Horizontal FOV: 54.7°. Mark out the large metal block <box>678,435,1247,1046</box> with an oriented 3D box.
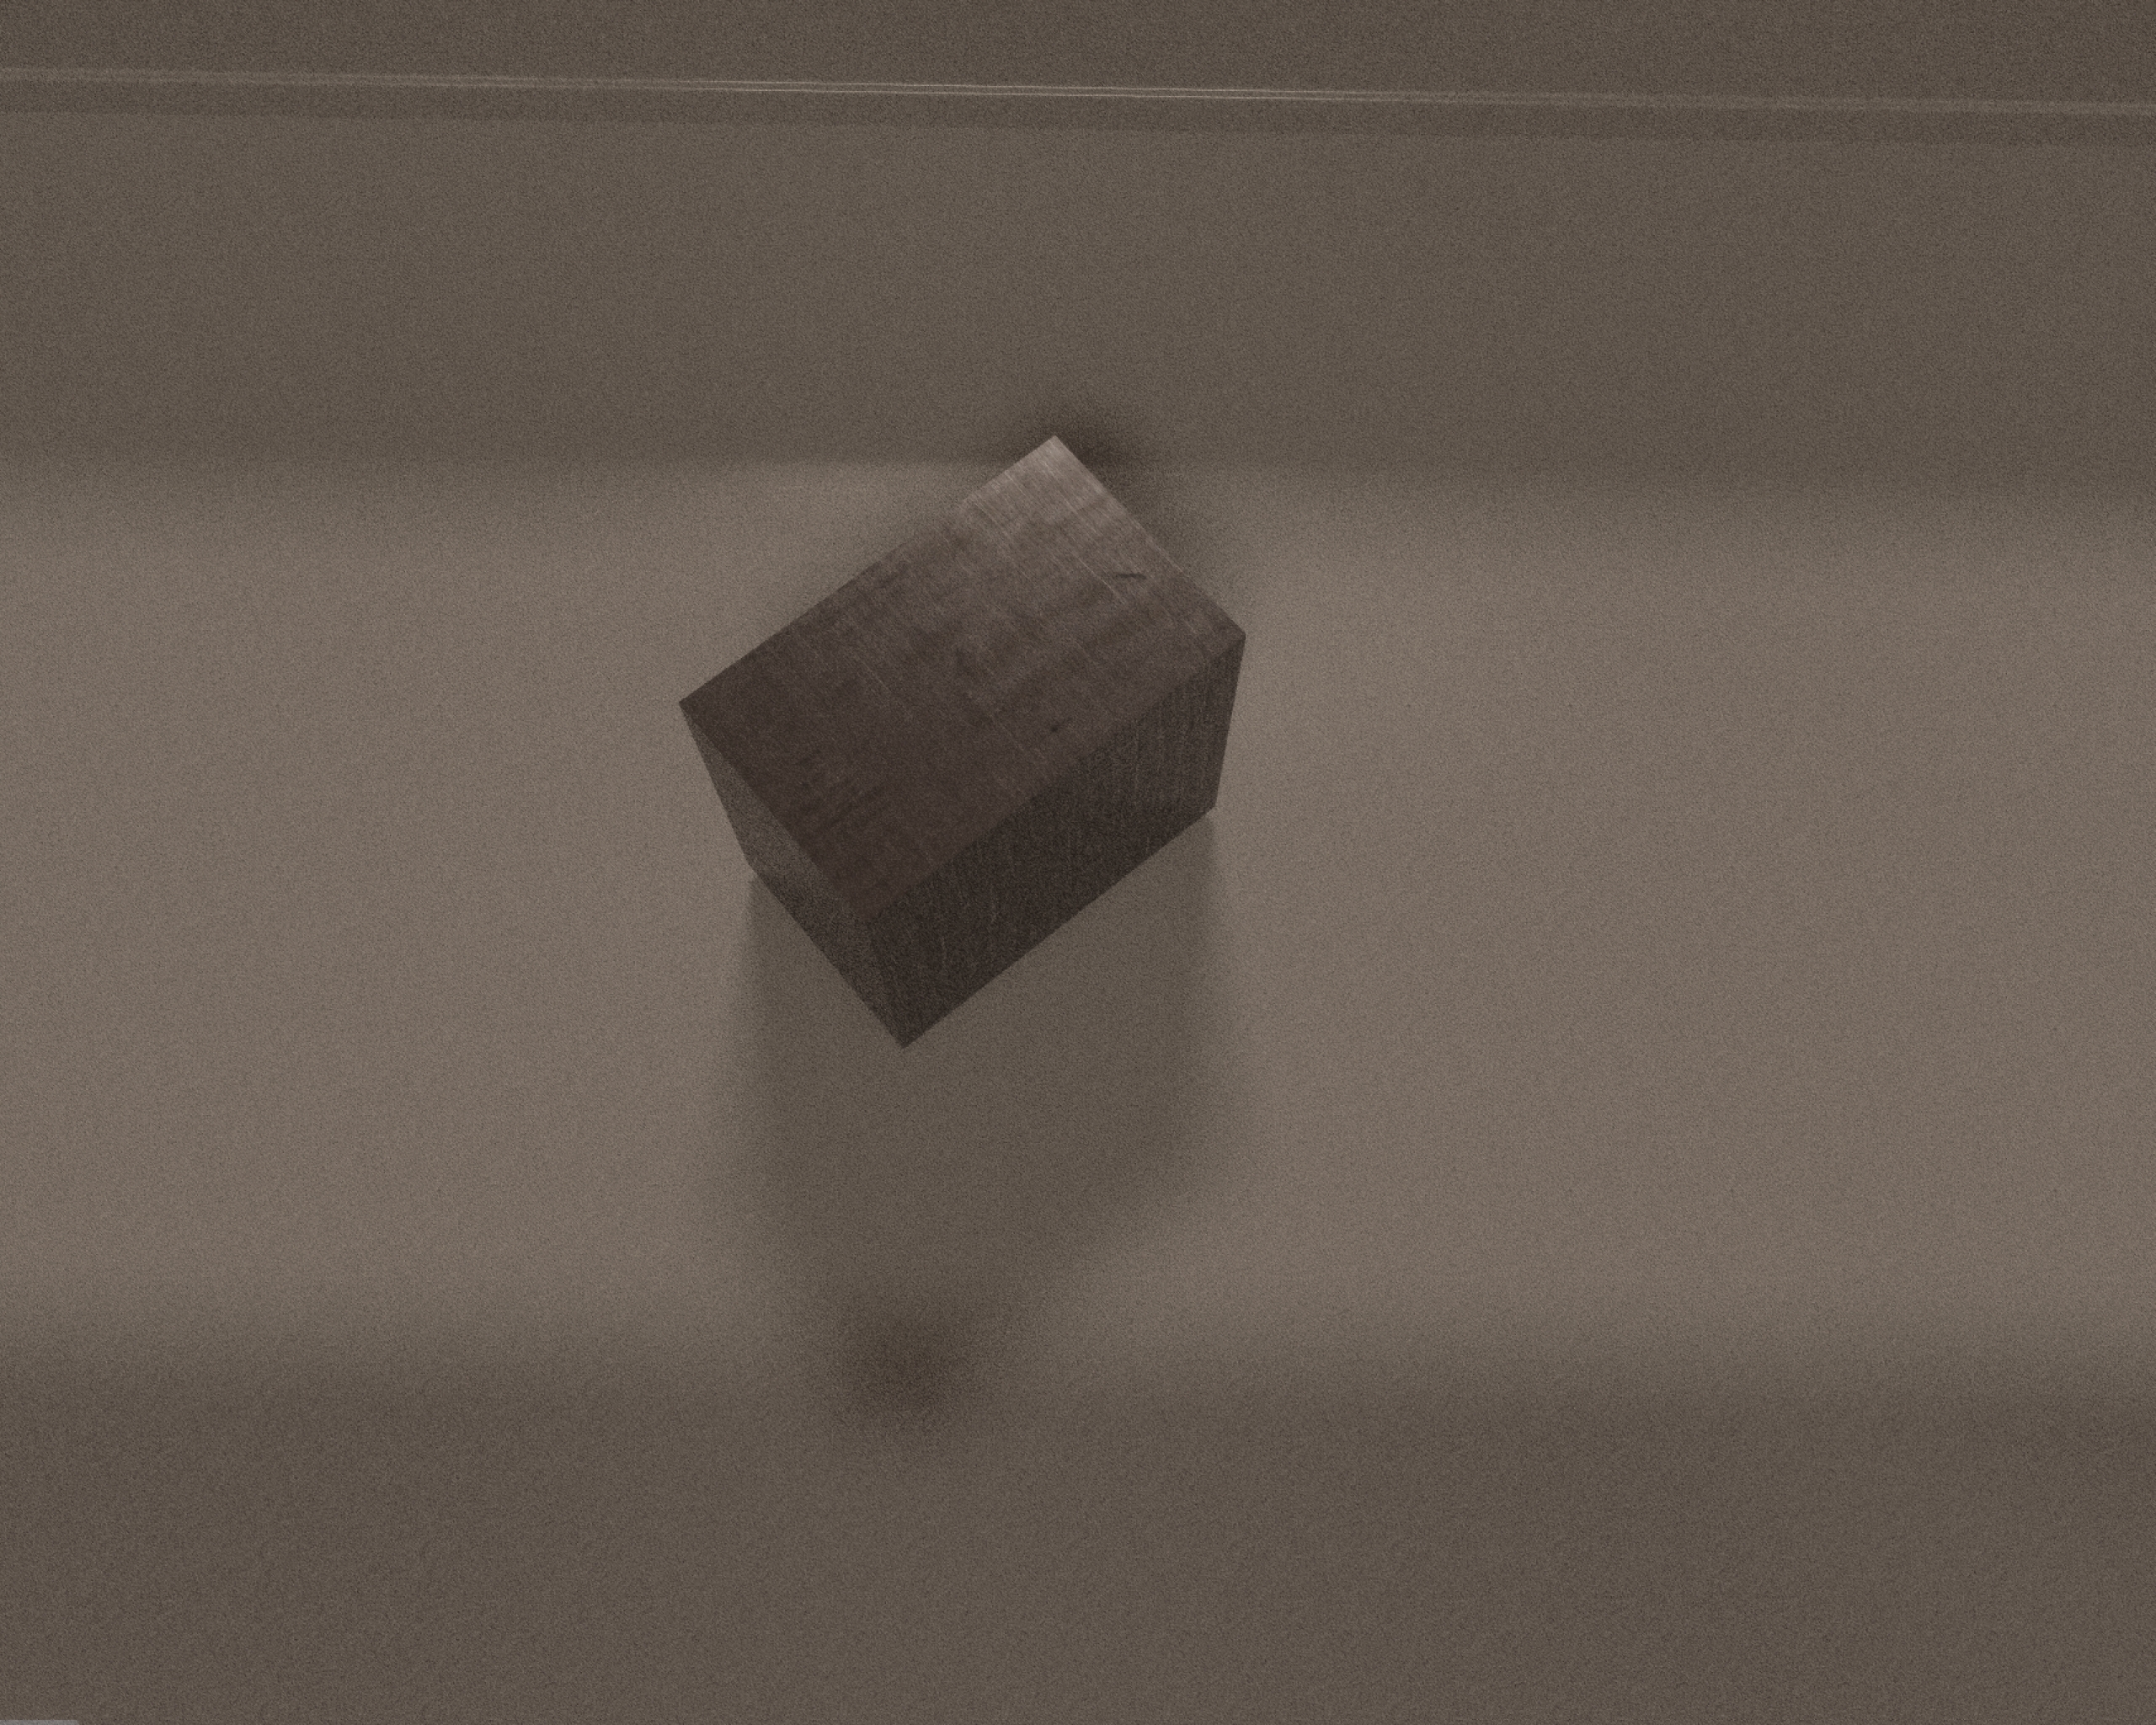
[{"bbox_3d":[-0.019,-0.019,0.384,0.080,0.080,0.050,-38,75,-13],"label":"large metal block"}]
